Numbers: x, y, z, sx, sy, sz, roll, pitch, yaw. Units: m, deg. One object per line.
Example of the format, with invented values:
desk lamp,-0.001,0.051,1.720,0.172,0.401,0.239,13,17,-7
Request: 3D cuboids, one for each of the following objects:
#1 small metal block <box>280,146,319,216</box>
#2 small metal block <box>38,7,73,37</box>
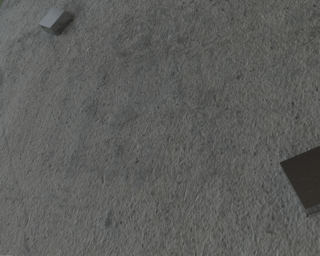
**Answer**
small metal block,0.151,0.049,0.295,0.050,0.025,0.050,-26,53,12
small metal block,-0.223,-0.227,0.660,0.050,0.025,0.050,27,76,37
